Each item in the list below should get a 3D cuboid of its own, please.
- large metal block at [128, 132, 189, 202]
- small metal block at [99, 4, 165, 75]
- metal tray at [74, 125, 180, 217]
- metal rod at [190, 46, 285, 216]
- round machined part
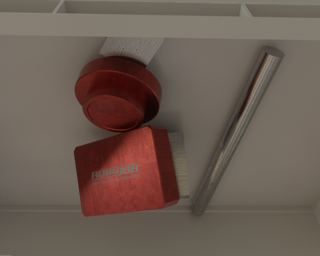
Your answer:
[{"bbox_3d":[-0.005,0.054,0.409,0.080,0.080,0.050,-5,162,4],"label":"large metal block"},{"bbox_3d":[-0.029,-0.093,0.330,0.050,0.025,0.050,25,125,-20],"label":"small metal block"},{"bbox_3d":[-0.045,0.055,0.374,0.130,0.090,0.030,-16,169,33],"label":"metal tray"},{"bbox_3d":[0.094,0.028,0.433,0.025,0.025,0.298,9,130,-8],"label":"metal rod"},{"bbox_3d":[-0.049,-0.030,0.354,0.099,0.042,0.098,7,146,5],"label":"round machined part"}]
